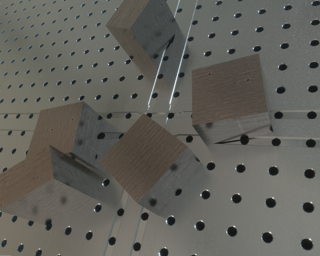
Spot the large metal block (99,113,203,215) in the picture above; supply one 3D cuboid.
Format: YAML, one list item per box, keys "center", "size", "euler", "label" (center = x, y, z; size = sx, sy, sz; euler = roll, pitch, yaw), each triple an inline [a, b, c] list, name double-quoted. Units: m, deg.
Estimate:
- center: [-0.011, 0.042, 0.371]
  size: [0.080, 0.050, 0.080]
  euler: [-48, 52, -6]
  label: "large metal block"

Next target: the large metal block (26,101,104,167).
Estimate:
- center: [-0.137, 0.014, 0.453]
  size: [0.080, 0.050, 0.080]
  euler: [-9, 58, 23]
  label: "large metal block"

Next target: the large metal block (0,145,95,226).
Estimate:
- center: [-0.145, 0.077, 0.400]
  size: [0.080, 0.080, 0.050]
  euler: [-30, 52, 9]
  label: "large metal block"

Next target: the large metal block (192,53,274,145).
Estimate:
- center: [0.085, -0.032, 0.367]
  size: [0.080, 0.050, 0.080]
  euler: [-11, 57, 22]
  label: "large metal block"

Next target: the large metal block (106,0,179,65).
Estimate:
- center: [-0.024, -0.158, 0.481]
  size: [0.050, 0.080, 0.080]
  euler: [21, 73, 35]
  label: "large metal block"
